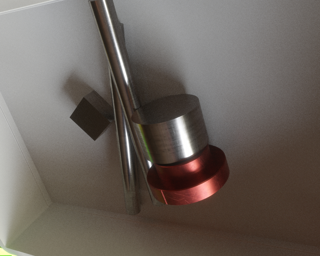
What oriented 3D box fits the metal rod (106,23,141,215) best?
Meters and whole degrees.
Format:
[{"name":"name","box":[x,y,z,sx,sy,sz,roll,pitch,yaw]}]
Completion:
[{"name":"metal rod","box":[-0.050,0.008,0.437,0.025,0.025,0.298,11,123,22]}]

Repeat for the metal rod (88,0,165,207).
[{"name":"metal rod","box":[-0.031,-0.011,0.399,0.025,0.025,0.298,3,126,26]}]

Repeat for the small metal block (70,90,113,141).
[{"name":"small metal block","box":[-0.094,-0.017,0.446,0.050,0.025,0.050,44,129,-3]}]

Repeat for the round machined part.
[{"name":"round machined part","box":[0.030,0.044,0.372,0.098,0.098,0.042,-6,115,31]}]

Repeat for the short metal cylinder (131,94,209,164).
[{"name":"short metal cylinder","box":[0.012,-0.001,0.365,0.080,0.080,0.050,-3,117,29]}]
